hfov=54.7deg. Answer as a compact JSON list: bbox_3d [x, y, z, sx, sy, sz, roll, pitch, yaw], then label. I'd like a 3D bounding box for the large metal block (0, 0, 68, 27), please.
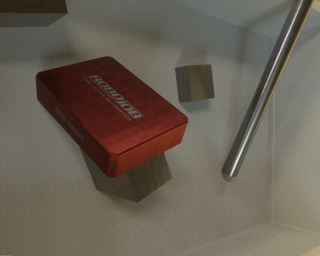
[{"bbox_3d":[-0.138,-0.136,0.275,0.081,0.050,0.079,-17,101,-39],"label":"large metal block"}]

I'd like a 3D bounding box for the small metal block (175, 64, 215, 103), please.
[{"bbox_3d":[0.052,-0.065,0.452,0.050,0.025,0.050,-12,98,-40],"label":"small metal block"}]

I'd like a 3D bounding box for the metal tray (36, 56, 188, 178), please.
[{"bbox_3d":[-0.049,-0.020,0.304,0.091,0.130,0.030,-25,144,-38],"label":"metal tray"}]

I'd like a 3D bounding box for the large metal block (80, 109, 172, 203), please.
[{"bbox_3d":[-0.042,0.027,0.337,0.050,0.080,0.080,-29,108,-37],"label":"large metal block"}]

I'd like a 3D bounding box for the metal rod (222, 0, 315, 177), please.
[{"bbox_3d":[0.159,-0.060,0.461,0.025,0.025,0.298,2,114,-40],"label":"metal rod"}]
